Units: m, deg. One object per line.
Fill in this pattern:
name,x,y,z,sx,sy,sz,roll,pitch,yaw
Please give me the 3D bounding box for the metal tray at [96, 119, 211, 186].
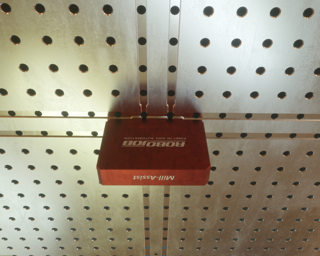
metal tray,-0.007,0.028,0.392,0.131,0.090,0.030,0,130,0
